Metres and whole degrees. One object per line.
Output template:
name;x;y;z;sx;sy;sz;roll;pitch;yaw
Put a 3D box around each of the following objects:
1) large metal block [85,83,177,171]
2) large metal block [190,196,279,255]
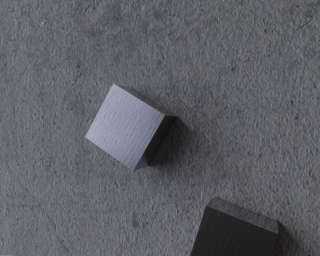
large metal block;-0.037;-0.002;0.409;0.080;0.050;0.080;33;101;17
large metal block;0.086;0.138;0.365;0.080;0.050;0.080;18;96;19
